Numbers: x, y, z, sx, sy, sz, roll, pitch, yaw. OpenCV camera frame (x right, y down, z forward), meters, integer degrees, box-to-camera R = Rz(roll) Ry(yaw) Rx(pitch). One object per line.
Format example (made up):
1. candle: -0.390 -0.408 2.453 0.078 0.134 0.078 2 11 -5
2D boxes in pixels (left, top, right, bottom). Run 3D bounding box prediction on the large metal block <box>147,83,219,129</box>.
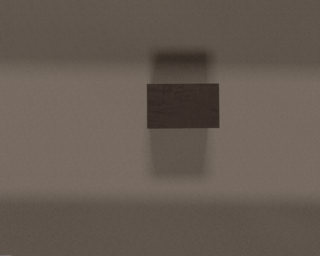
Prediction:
1. large metal block: 0.026 -0.025 0.384 0.081 0.080 0.050 -1 90 -1
